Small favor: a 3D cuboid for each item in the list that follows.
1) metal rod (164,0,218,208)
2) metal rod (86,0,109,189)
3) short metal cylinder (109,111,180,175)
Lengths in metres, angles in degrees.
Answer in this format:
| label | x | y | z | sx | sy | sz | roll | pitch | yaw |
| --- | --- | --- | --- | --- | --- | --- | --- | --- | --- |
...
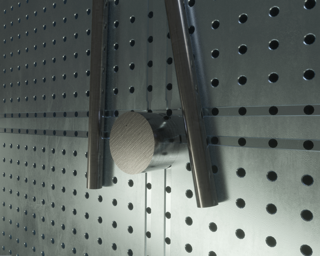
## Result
| label | x | y | z | sx | sy | sz | roll | pitch | yaw |
| --- | --- | --- | --- | --- | --- | --- | --- | --- | --- |
| metal rod | 0.034 | -0.055 | 0.381 | 0.025 | 0.025 | 0.298 | -14 | 81 | 39 |
| metal rod | -0.099 | -0.054 | 0.490 | 0.025 | 0.025 | 0.298 | 4 | 92 | 40 |
| short metal cylinder | -0.021 | 0.019 | 0.410 | 0.080 | 0.050 | 0.079 | 0 | 90 | 40 |
